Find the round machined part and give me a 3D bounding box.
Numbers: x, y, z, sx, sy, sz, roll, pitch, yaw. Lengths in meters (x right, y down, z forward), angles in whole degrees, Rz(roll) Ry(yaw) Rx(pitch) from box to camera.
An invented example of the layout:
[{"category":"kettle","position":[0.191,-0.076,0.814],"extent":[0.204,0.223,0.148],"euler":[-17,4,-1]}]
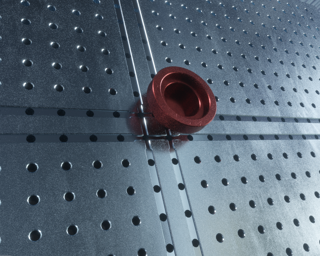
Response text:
[{"category":"round machined part","position":[0.027,-0.035,0.435],"extent":[0.099,0.042,0.098],"euler":[14,56,-21]}]
